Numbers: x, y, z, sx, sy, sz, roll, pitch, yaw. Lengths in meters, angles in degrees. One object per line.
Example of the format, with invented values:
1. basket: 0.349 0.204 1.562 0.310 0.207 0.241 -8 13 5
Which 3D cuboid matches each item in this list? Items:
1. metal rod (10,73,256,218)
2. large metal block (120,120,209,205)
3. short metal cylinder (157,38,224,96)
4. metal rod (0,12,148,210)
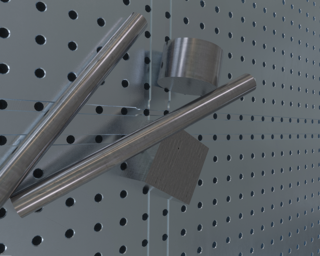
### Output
1. metal rod: -0.012 0.008 0.346 0.302 0.025 0.025 -28 109 -19
2. large metal block: 0.008 0.044 0.400 0.080 0.050 0.080 35 69 -35
3. short metal cylinder: 0.040 -0.078 0.407 0.081 0.080 0.050 16 80 -39
4. metal rod: -0.100 -0.019 0.325 0.025 0.025 0.300 48 62 -30
